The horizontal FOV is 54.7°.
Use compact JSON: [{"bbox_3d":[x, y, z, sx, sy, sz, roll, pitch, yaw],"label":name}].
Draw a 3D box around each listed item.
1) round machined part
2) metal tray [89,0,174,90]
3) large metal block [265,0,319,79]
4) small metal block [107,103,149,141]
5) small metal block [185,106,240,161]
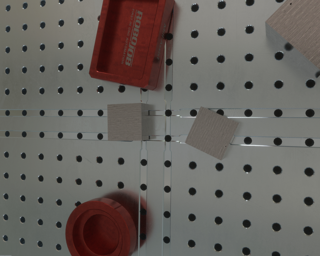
[{"bbox_3d":[-0.077,0.145,0.430,0.098,0.042,0.097,0,90,19],"label":"round machined part"},{"bbox_3d":[-0.040,-0.124,0.422,0.090,0.030,0.129,14,94,19],"label":"metal tray"},{"bbox_3d":[0.175,-0.113,0.338,0.080,0.050,0.080,-45,76,14],"label":"large metal block"},{"bbox_3d":[-0.044,-0.008,0.427,0.050,0.025,0.050,-1,90,19],"label":"small metal block"},{"bbox_3d":[0.066,0.006,0.389,0.050,0.025,0.050,26,98,17],"label":"small metal block"}]
